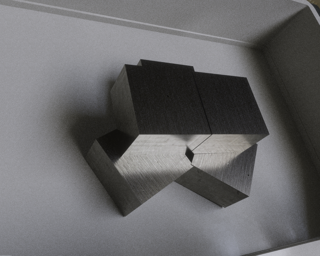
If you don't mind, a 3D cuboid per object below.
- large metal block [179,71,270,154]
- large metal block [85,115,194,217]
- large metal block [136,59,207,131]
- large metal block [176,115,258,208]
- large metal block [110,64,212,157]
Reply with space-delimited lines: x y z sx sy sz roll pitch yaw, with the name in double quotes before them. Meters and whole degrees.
"large metal block" 0.070 -0.017 0.369 0.081 0.050 0.080 1 62 -28
"large metal block" -0.024 0.039 0.351 0.081 0.050 0.080 -29 78 -37
"large metal block" 0.008 -0.041 0.417 0.081 0.050 0.080 1 61 -28
"large metal block" 0.072 0.043 0.399 0.080 0.050 0.080 30 52 -9
"large metal block" -0.002 -0.017 0.333 0.081 0.050 0.080 1 62 -28
